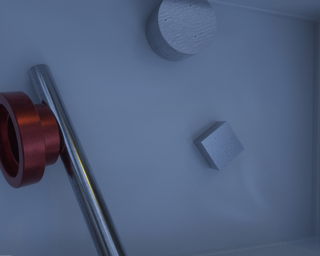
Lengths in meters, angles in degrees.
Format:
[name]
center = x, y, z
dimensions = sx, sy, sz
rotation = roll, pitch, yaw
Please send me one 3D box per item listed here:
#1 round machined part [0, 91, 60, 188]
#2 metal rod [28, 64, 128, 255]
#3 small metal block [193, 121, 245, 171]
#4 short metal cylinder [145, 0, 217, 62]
[round machined part]
center = -0.139, 0.010, 0.325
dimensions = 0.042, 0.098, 0.097
rotation = -12, 95, -41
[metal rod]
center = -0.076, 0.061, 0.318
dimensions = 0.025, 0.025, 0.299
rotation = -21, 72, -19
[small metal block]
center = 0.084, 0.025, 0.443
dimensions = 0.050, 0.025, 0.050
rotation = -37, 102, -16
[short metal cylinder]
center = 0.027, -0.132, 0.408
dimensions = 0.081, 0.050, 0.079
rotation = 0, 90, -21
